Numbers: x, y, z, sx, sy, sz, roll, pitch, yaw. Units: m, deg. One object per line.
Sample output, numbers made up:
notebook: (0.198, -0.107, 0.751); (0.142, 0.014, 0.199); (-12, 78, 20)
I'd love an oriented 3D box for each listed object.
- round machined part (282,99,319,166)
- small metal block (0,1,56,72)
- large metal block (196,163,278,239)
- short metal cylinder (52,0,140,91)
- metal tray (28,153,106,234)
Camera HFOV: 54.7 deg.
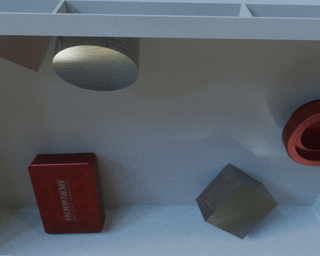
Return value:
round machined part: (0.209, 0.001, 0.403); (0.099, 0.042, 0.097); (-1, 130, 0)
small metal block: (-0.145, -0.095, 0.326); (0.050, 0.025, 0.050); (22, 127, -18)
large metal block: (0.117, 0.114, 0.478); (0.080, 0.050, 0.080); (31, 107, -24)
short metal cylinder: (-0.060, -0.077, 0.305); (0.081, 0.050, 0.080); (0, 158, 0)
metal tray: (-0.137, 0.102, 0.470); (0.091, 0.030, 0.129); (-2, 116, 1)
